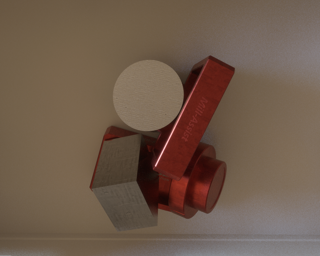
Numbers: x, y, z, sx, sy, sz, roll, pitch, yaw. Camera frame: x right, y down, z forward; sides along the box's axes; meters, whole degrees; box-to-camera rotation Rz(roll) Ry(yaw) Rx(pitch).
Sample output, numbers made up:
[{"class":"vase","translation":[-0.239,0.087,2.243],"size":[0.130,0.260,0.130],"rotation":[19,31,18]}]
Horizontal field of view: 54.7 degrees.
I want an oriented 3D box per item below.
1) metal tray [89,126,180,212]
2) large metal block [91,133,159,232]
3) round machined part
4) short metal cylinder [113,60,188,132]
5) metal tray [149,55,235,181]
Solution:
[{"class":"metal tray","translation":[-0.021,0.059,0.427],"size":[0.131,0.030,0.089],"rotation":[16,109,-6]},{"class":"large metal block","translation":[-0.037,0.066,0.380],"size":[0.050,0.080,0.080],"rotation":[-12,126,10]},{"class":"round machined part","translation":[0.053,0.069,0.393],"size":[0.042,0.099,0.097],"rotation":[17,112,26]},{"class":"short metal cylinder","translation":[-0.009,-0.035,0.367],"size":[0.080,0.050,0.080],"rotation":[-1,87,11]},{"class":"metal tray","translation":[0.031,-0.013,0.354],"size":[0.030,0.090,0.129],"rotation":[26,92,-6]}]
